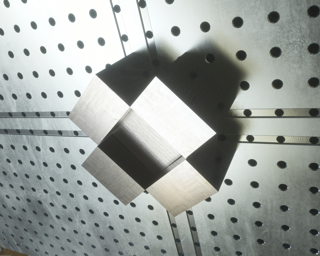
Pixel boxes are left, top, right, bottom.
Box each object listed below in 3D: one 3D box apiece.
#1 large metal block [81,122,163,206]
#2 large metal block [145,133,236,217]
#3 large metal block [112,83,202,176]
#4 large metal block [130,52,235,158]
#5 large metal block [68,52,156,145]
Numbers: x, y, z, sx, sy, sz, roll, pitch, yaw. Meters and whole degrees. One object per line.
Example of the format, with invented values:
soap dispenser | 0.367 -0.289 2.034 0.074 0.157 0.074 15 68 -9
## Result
large metal block | -0.045 0.044 0.427 0.080 0.080 0.050 43 129 -2
large metal block | 0.039 0.053 0.390 0.050 0.080 0.080 45 129 -3
large metal block | -0.001 0.002 0.396 0.080 0.050 0.080 45 131 -1
large metal block | 0.028 -0.028 0.344 0.080 0.080 0.050 43 129 -2
large metal block | -0.055 -0.037 0.383 0.050 0.080 0.080 44 129 -2
